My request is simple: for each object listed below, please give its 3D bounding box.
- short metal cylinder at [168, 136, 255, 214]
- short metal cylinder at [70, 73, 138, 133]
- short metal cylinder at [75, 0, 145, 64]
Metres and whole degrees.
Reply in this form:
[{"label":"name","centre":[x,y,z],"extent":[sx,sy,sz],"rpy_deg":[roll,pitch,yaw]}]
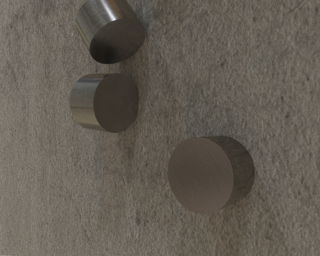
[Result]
[{"label":"short metal cylinder","centre":[0.056,0.049,0.341],"extent":[0.080,0.050,0.079],"rpy_deg":[0,90,39]},{"label":"short metal cylinder","centre":[-0.076,-0.035,0.430],"extent":[0.050,0.081,0.079],"rpy_deg":[7,94,39]},{"label":"short metal cylinder","centre":[-0.067,-0.134,0.422],"extent":[0.080,0.081,0.050],"rpy_deg":[-44,64,31]}]
